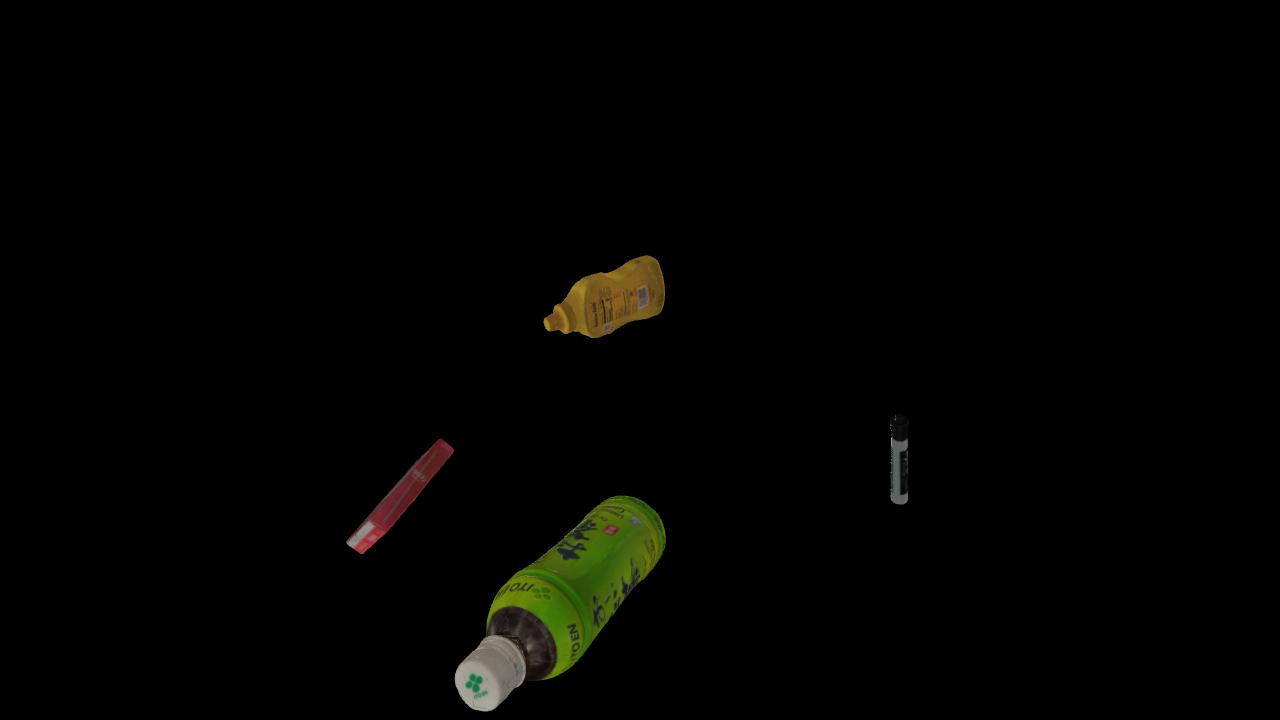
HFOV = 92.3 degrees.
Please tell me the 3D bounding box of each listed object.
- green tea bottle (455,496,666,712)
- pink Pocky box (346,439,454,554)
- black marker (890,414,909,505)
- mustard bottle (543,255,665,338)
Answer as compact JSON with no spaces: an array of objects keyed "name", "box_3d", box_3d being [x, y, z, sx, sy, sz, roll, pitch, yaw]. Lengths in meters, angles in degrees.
[{"name":"green tea bottle","box_3d":[-0.049,0.163,0.431,0.073,0.073,0.212,0,11,23]},{"name":"pink Pocky box","box_3d":[-0.313,0.177,0.812,0.084,0.029,0.155,-39,13,36]},{"name":"black marker","box_3d":[0.288,0.111,0.683,0.020,0.121,0.020,-10,30,6]},{"name":"mustard bottle","box_3d":[-0.051,-0.078,0.853,0.184,0.092,0.054,-24,42,-29]}]
